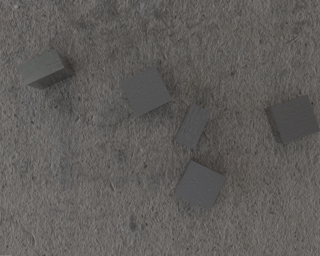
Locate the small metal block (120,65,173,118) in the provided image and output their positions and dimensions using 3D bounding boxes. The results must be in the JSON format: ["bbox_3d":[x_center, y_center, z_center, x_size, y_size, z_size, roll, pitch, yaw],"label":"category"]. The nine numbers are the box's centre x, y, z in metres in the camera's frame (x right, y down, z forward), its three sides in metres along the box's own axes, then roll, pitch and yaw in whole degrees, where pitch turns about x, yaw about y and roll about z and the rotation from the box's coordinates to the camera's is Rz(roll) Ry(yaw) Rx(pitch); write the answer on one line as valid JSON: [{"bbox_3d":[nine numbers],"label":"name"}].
[{"bbox_3d":[-0.018,-0.047,0.410,0.050,0.025,0.050,-27,90,0],"label":"small metal block"}]

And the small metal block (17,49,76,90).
[{"bbox_3d":[-0.143,-0.073,0.396,0.050,0.050,0.025,-24,90,0],"label":"small metal block"}]

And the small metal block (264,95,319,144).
[{"bbox_3d":[0.175,-0.012,0.411,0.050,0.025,0.050,-19,90,0],"label":"small metal block"}]

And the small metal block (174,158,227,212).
[{"bbox_3d":[0.052,0.075,0.410,0.050,0.025,0.050,26,90,0],"label":"small metal block"}]

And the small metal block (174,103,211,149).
[{"bbox_3d":[0.040,-0.002,0.398,0.025,0.050,0.050,24,90,0],"label":"small metal block"}]
